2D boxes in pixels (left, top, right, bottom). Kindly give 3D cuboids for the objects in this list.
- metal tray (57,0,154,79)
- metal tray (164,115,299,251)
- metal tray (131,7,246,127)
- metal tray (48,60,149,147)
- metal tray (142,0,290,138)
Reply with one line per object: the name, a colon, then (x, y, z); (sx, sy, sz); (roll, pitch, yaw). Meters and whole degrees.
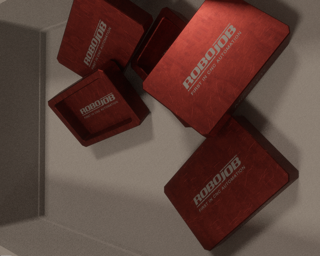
metal tray: (-0.077, -0.115, 0.409); (0.090, 0.030, 0.129); (32, 137, -8)
metal tray: (0.071, 0.061, 0.344); (0.090, 0.030, 0.129); (52, 120, 27)
metal tray: (0.028, -0.074, 0.378); (0.130, 0.030, 0.090); (50, 119, 28)
metal tray: (-0.091, -0.029, 0.444); (0.130, 0.030, 0.090); (-21, 113, 37)
metal tray: (0.055, -0.066, 0.319); (0.090, 0.030, 0.130); (39, 95, 19)
